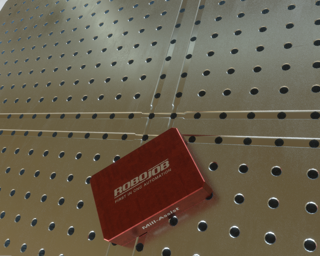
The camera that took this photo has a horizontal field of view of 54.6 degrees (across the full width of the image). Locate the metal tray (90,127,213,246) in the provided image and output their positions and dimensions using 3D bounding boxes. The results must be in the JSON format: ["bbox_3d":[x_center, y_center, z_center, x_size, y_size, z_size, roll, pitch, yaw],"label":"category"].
[{"bbox_3d":[-0.015,0.069,0.372,0.130,0.030,0.090,-31,52,8],"label":"metal tray"}]
